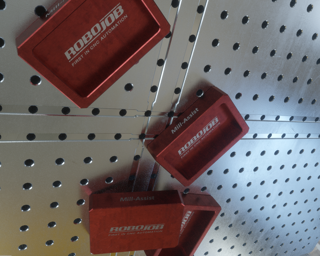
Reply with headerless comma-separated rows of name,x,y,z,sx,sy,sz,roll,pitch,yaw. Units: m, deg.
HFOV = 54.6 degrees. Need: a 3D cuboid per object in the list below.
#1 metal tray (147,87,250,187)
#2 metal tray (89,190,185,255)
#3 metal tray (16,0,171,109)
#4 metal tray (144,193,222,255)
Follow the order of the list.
metal tray,0.058,0.015,0.447,0.130,0.030,0.090,-43,129,1
metal tray,-0.035,0.137,0.451,0.131,0.030,0.089,-1,119,-11
metal tray,-0.064,-0.093,0.314,0.130,0.030,0.090,-42,129,1
metal tray,0.038,0.175,0.535,0.091,0.030,0.129,14,111,-34
